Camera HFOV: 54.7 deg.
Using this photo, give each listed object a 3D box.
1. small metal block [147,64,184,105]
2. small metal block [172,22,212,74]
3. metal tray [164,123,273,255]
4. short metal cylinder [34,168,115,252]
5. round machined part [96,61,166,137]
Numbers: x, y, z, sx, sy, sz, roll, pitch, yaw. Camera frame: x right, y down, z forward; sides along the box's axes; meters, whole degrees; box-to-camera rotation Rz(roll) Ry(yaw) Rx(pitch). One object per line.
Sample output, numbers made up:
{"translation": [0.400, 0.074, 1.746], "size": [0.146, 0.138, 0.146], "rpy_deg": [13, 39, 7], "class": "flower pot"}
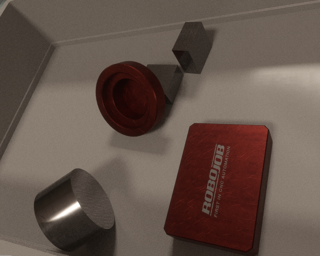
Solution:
{"translation": [0.000, -0.063, 0.443], "size": [0.050, 0.025, 0.050], "rpy_deg": [8, 65, 31], "class": "small metal block"}
{"translation": [0.046, -0.111, 0.433], "size": [0.025, 0.050, 0.050], "rpy_deg": [11, 68, 33], "class": "small metal block"}
{"translation": [0.065, 0.059, 0.332], "size": [0.090, 0.030, 0.130], "rpy_deg": [3, 63, 29], "class": "metal tray"}
{"translation": [-0.098, 0.094, 0.362], "size": [0.050, 0.080, 0.080], "rpy_deg": [-34, 52, 6], "class": "short metal cylinder"}
{"translation": [-0.035, -0.041, 0.414], "size": [0.098, 0.097, 0.042], "rpy_deg": [7, 24, 31], "class": "round machined part"}
